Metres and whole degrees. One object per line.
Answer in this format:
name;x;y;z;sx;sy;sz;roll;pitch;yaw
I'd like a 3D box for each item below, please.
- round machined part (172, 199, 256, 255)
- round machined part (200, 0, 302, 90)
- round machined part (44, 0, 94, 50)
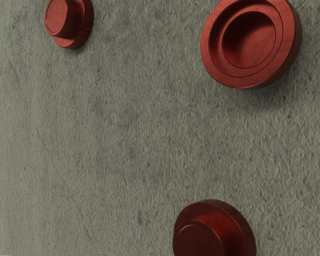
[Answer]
round machined part;0.053;0.133;0.350;0.098;0.042;0.097;0;90;40
round machined part;0.094;-0.087;0.316;0.098;0.042;0.097;0;90;40
round machined part;-0.160;-0.186;0.526;0.098;0.042;0.097;0;90;40
